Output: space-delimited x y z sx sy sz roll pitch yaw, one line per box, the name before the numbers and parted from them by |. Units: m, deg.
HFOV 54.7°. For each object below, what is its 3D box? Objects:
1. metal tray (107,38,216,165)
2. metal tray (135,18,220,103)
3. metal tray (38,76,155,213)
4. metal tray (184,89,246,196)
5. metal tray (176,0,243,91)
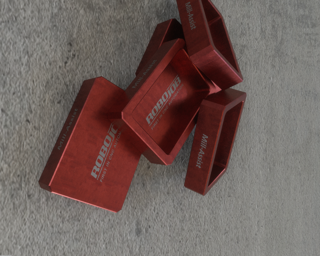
metal tray | 0.008 -0.032 0.373 0.090 0.030 0.130 49 61 -29
metal tray | 0.036 -0.076 0.435 0.130 0.030 0.090 34 69 -35
metal tray | -0.065 0.019 0.349 0.090 0.030 0.130 31 71 -36
metal tray | 0.076 0.017 0.425 0.091 0.030 0.129 -29 133 -53
metal tray | 0.065 -0.125 0.415 0.090 0.030 0.130 29 44 -47
